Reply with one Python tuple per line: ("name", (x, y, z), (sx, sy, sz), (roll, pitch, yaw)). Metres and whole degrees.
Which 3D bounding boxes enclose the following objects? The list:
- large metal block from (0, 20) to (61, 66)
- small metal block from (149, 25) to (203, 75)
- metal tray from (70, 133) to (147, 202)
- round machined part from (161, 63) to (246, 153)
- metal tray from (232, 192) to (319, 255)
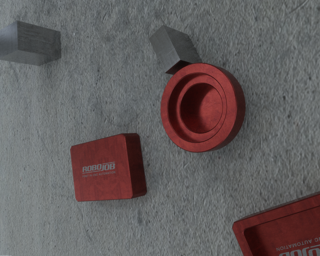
("large metal block", (-0.240, -0.152, 0.568), (0.080, 0.081, 0.050), (-4, 88, 40))
("small metal block", (0.021, -0.090, 0.372), (0.025, 0.050, 0.050), (-36, 68, 34))
("metal tray", (-0.082, 0.062, 0.470), (0.130, 0.030, 0.090), (-14, 81, 39))
("round machined part", (0.051, -0.022, 0.352), (0.098, 0.042, 0.097), (0, 90, 40))
("metal tray", (0.142, 0.110, 0.284), (0.130, 0.030, 0.090), (-33, 70, 35))
